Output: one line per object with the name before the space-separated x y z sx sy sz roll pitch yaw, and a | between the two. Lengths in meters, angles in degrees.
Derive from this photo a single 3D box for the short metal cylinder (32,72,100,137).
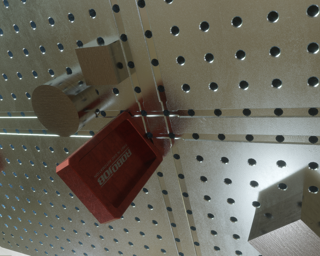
short metal cylinder | -0.134 -0.034 0.445 0.080 0.050 0.079 13 124 21

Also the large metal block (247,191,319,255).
large metal block | 0.173 0.138 0.390 0.080 0.050 0.080 44 129 -3

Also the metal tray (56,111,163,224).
metal tray | -0.058 0.046 0.402 0.030 0.131 0.090 -31 102 38

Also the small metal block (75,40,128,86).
small metal block | -0.075 -0.083 0.399 0.050 0.025 0.050 2 120 27
